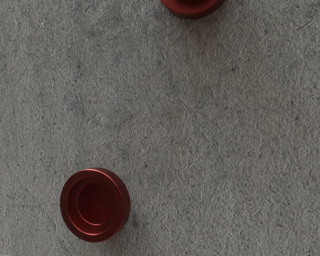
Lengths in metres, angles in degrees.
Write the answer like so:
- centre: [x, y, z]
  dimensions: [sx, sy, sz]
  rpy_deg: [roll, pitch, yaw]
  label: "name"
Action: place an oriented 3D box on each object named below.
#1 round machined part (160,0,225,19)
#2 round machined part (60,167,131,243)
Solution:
- centre: [0.039, -0.191, 0.386]
  dimensions: [0.098, 0.042, 0.097]
  rpy_deg: [0, 90, 20]
  label: "round machined part"
- centre: [-0.085, 0.103, 0.430]
  dimensions: [0.098, 0.042, 0.097]
  rpy_deg: [0, 90, 20]
  label: "round machined part"
